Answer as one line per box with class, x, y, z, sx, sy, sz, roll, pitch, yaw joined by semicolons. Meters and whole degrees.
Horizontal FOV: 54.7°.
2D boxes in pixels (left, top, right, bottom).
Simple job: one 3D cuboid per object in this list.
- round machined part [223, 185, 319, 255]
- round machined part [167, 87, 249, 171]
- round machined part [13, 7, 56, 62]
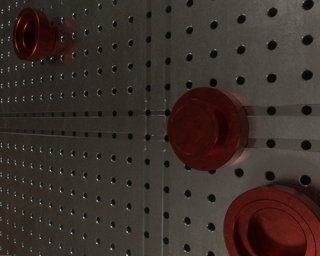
round machined part;0.116;0.104;0.302;0.098;0.042;0.097;0;90;39
round machined part;0.047;0.001;0.358;0.098;0.042;0.097;0;90;39
round machined part;-0.236;-0.174;0.589;0.098;0.042;0.097;0;90;39
